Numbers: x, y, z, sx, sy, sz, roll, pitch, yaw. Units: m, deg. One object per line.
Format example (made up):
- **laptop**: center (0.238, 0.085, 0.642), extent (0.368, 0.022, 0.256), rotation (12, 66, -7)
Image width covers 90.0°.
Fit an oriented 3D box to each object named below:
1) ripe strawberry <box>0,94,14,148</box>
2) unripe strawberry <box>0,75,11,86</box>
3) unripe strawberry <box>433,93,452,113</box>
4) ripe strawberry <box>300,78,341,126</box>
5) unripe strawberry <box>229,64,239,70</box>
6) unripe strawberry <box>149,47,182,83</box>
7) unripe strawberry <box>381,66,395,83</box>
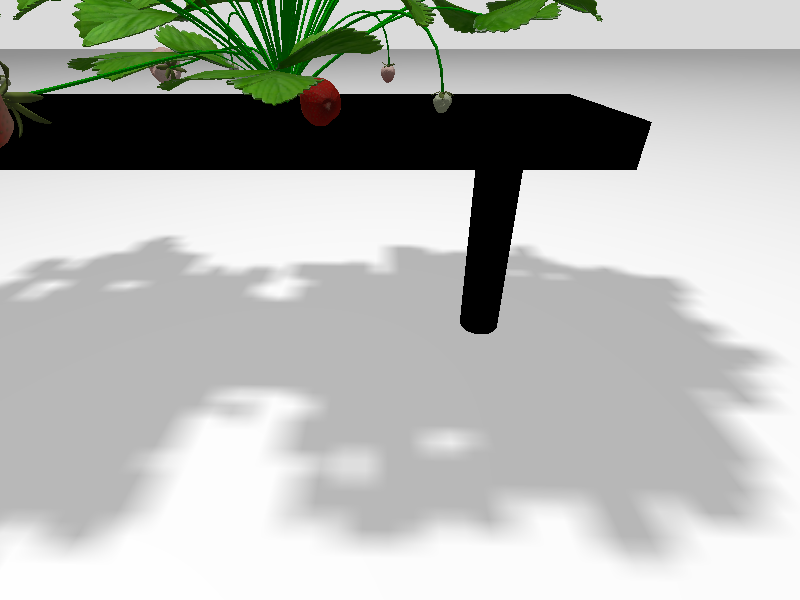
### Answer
- **ripe strawberry**: center (-0.195, -0.083, 0.169), extent (0.041, 0.043, 0.044), rotation (19, 39, 27)
- **unripe strawberry**: center (-0.403, -0.223, 0.408), extent (0.009, 0.010, 0.010), rotation (34, -17, 40)
- **unripe strawberry**: center (0.023, -0.108, 0.220), extent (0.010, 0.010, 0.011), rotation (28, 42, 35)
- **ripe strawberry**: center (-0.044, -0.113, 0.229), extent (0.024, 0.025, 0.026), rotation (-14, 37, -21)
- **unripe strawberry**: center (-0.178, -0.246, 0.429), extent (0.011, 0.011, 0.011), rotation (-19, 38, -26)
- **unripe strawberry**: center (-0.245, -0.243, 0.416), extent (0.033, 0.034, 0.030), rotation (24, 40, 33)
- **unripe strawberry**: center (-0.013, -0.248, 0.439), extent (0.015, 0.016, 0.017), rotation (15, 36, 22)
